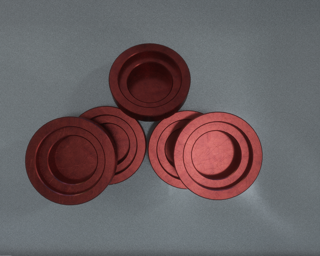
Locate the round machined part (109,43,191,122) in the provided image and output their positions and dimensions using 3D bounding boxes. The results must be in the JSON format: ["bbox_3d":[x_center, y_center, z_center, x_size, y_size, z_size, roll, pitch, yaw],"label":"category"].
[{"bbox_3d":[-0.013,-0.053,0.391,0.099,0.042,0.098,1,72,-1],"label":"round machined part"}]

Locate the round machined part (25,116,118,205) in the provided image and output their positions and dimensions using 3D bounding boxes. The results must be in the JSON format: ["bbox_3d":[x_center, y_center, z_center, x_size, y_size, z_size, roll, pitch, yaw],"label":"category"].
[{"bbox_3d":[-0.098,0.036,0.359,0.099,0.042,0.097,0,90,0],"label":"round machined part"}]

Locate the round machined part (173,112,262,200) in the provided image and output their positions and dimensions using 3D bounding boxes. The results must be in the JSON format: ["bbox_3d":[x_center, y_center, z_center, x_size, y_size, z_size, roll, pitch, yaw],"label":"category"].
[{"bbox_3d":[0.064,0.031,0.360,0.099,0.042,0.097,0,90,0],"label":"round machined part"}]

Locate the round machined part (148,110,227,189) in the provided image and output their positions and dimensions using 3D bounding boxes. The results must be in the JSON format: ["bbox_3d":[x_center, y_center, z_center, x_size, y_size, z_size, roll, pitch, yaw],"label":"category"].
[{"bbox_3d":[0.034,0.027,0.402,0.099,0.042,0.097,0,90,0],"label":"round machined part"}]

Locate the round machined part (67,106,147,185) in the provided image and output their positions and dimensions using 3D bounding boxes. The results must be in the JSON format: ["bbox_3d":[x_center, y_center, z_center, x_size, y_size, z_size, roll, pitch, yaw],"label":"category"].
[{"bbox_3d":[-0.066,0.022,0.401,0.099,0.042,0.097,0,90,0],"label":"round machined part"}]
